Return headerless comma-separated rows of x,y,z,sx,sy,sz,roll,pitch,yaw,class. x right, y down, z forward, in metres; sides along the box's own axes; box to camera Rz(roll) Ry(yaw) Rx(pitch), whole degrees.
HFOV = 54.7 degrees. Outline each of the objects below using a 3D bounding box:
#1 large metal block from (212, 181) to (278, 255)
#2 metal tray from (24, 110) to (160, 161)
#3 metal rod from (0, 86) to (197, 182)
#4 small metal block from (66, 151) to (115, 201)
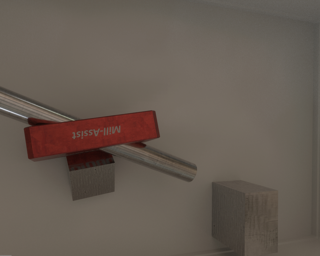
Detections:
0.114,0.119,0.425,0.050,0.080,0.079,0,90,-20,large metal block
-0.076,0.010,0.346,0.131,0.090,0.030,-9,85,-20,metal tray
-0.085,0.003,0.326,0.302,0.025,0.025,24,82,-26,metal rod
-0.082,0.055,0.368,0.050,0.025,0.050,-9,130,-20,small metal block
